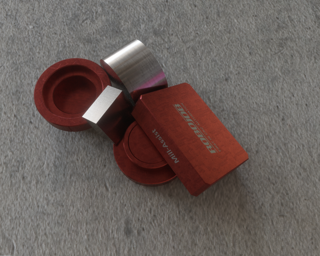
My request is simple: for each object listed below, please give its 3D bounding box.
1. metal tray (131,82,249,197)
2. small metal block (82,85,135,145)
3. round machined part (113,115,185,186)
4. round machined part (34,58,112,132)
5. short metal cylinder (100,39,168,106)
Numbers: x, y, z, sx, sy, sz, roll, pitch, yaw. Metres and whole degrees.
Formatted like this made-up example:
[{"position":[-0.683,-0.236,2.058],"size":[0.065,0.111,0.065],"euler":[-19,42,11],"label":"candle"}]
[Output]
[{"position":[0.037,0.008,0.381],"size":[0.091,0.030,0.130],"euler":[-22,68,-42],"label":"metal tray"},{"position":[-0.059,-0.015,0.382],"size":[0.025,0.050,0.050],"euler":[23,69,34],"label":"small metal block"},{"position":[-0.010,0.022,0.392],"size":[0.099,0.042,0.098],"euler":[0,70,-1],"label":"round machined part"},{"position":[-0.111,-0.040,0.414],"size":[0.099,0.042,0.098],"euler":[0,70,-1],"label":"round machined part"},{"position":[-0.034,-0.068,0.405],"size":[0.050,0.080,0.080],"euler":[-36,74,-12],"label":"short metal cylinder"}]
